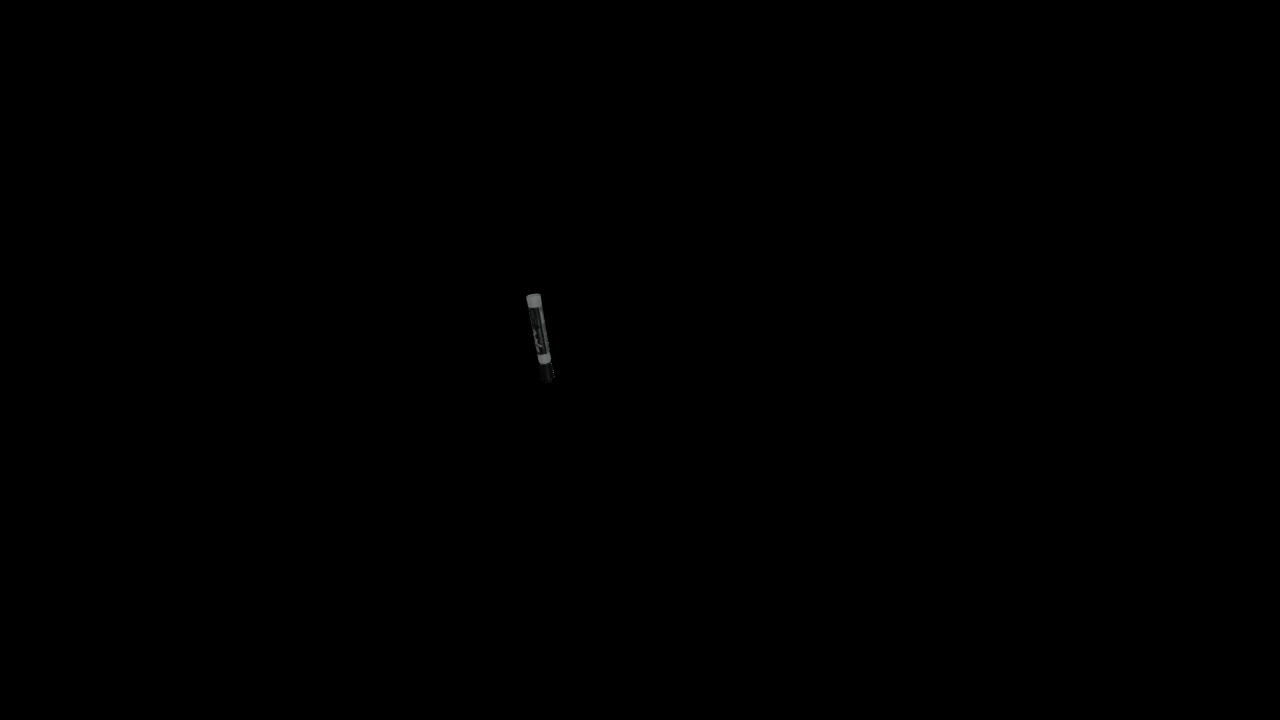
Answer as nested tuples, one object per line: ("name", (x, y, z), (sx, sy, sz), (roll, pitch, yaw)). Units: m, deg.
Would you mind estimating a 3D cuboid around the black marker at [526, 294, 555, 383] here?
("black marker", (-0.131, -0.027, 0.816), (0.020, 0.121, 0.020), (-7, 18, 2))
